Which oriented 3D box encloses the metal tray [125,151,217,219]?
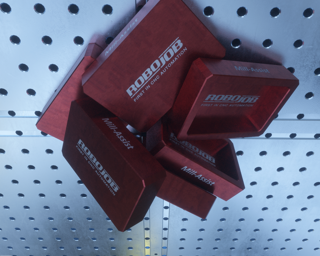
[{"bbox_3d":[0.002,0.066,0.405,0.090,0.130,0.030,31,85,-24],"label":"metal tray"}]

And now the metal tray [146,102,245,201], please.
[{"bbox_3d":[0.044,0.026,0.390,0.130,0.090,0.030,31,123,-24],"label":"metal tray"}]

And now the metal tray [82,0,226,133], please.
[{"bbox_3d":[-0.007,-0.066,0.327,0.130,0.030,0.090,-44,122,14],"label":"metal tray"}]

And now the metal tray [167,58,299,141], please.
[{"bbox_3d":[0.083,-0.029,0.352,0.131,0.030,0.089,-2,135,-29],"label":"metal tray"}]

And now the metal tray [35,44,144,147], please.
[{"bbox_3d":[-0.082,-0.028,0.384,0.090,0.030,0.129,31,124,-25],"label":"metal tray"}]

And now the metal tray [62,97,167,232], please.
[{"bbox_3d":[-0.058,0.037,0.343,0.030,0.130,0.089,-20,145,-42],"label":"metal tray"}]
